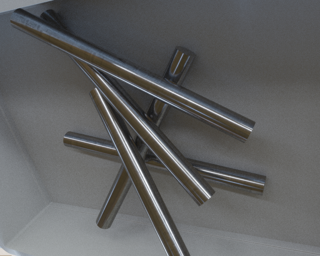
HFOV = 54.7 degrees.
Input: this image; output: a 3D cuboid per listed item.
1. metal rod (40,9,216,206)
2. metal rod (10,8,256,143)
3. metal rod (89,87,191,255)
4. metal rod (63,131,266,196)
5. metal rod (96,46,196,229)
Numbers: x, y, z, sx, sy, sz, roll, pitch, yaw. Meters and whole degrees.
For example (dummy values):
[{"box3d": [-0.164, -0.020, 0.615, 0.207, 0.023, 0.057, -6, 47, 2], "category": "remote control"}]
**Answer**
[{"box3d": [-0.045, -0.031, 0.371, 0.300, 0.025, 0.025, 48, 130, 9], "category": "metal rod"}, {"box3d": [-0.038, -0.063, 0.347, 0.301, 0.025, 0.025, 27, 128, 10], "category": "metal rod"}, {"box3d": [-0.012, 0.084, 0.379, 0.025, 0.025, 0.299, -32, 81, 38], "category": "metal rod"}, {"box3d": [-0.008, 0.045, 0.438, 0.301, 0.025, 0.025, 11, 123, 21], "category": "metal rod"}, {"box3d": [-0.030, 0.032, 0.413, 0.025, 0.025, 0.298, 31, 119, 8], "category": "metal rod"}]
